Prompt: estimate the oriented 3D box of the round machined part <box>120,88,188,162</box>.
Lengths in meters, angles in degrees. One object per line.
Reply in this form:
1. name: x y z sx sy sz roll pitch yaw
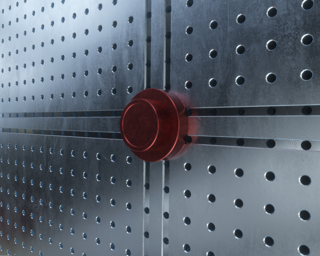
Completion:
1. round machined part: -0.015 -0.004 0.408 0.098 0.042 0.097 0 90 39
